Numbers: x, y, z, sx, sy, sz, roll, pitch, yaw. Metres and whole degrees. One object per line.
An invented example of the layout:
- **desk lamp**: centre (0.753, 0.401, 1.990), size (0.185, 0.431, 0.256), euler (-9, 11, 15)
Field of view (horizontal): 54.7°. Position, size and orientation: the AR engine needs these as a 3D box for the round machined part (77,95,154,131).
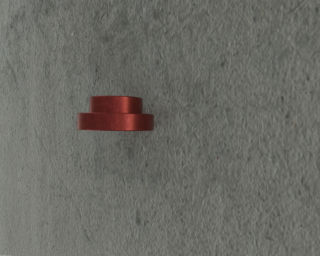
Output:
- **round machined part**: centre (-0.057, -0.019, 0.402), size (0.098, 0.099, 0.042), euler (2, 91, 39)
